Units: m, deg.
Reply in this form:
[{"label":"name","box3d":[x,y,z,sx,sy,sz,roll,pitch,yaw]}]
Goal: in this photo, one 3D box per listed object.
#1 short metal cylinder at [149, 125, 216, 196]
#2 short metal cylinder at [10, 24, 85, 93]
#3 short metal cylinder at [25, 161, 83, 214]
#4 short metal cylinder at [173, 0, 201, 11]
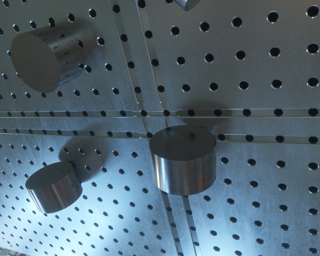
[{"label":"short metal cylinder","box3d":[0.029,0.038,0.384,0.080,0.080,0.050,9,122,23]},{"label":"short metal cylinder","box3d":[-0.150,-0.093,0.416,0.080,0.050,0.079,13,124,21]},{"label":"short metal cylinder","box3d":[-0.181,0.101,0.534,0.080,0.080,0.050,-2,117,29]},{"label":"short metal cylinder","box3d":[0.028,-0.151,0.267,0.050,0.080,0.080,40,129,1]}]
